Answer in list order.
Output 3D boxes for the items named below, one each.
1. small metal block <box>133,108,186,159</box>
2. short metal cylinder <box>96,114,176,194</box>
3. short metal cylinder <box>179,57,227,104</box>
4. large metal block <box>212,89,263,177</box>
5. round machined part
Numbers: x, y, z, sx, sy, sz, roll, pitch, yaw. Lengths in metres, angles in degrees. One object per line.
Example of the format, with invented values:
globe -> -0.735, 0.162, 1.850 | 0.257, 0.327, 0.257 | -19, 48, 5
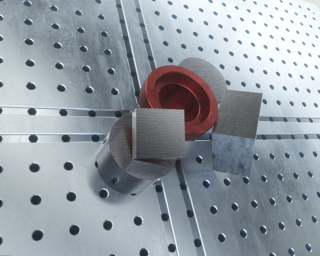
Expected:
small metal block -> -0.002, 0.007, 0.322 | 0.050, 0.025, 0.050 | 1, 80, -14
short metal cylinder -> -0.027, 0.030, 0.358 | 0.081, 0.050, 0.080 | 14, 56, -21
short metal cylinder -> 0.050, -0.056, 0.453 | 0.081, 0.050, 0.080 | 14, 56, -21
large metal block -> 0.103, 0.007, 0.416 | 0.050, 0.080, 0.080 | 9, 50, 18
round machined part -> 0.020, -0.027, 0.386 | 0.099, 0.042, 0.098 | 14, 56, -21
